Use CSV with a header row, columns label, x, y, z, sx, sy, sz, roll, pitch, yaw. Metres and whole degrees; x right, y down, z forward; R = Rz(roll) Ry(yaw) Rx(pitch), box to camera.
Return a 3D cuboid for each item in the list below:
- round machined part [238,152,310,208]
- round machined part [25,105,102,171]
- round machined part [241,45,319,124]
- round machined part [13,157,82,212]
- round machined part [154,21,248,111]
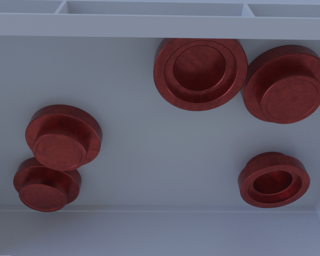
label,x,y,z,sx,sy,sz,roll,pitch,yaw
round machined part,0.165,0.074,0.462,0.099,0.042,0.097,0,130,0
round machined part,-0.129,0.020,0.414,0.099,0.042,0.097,0,130,0
round machined part,0.148,-0.043,0.362,0.099,0.042,0.097,0,130,0
round machined part,-0.174,0.092,0.475,0.099,0.042,0.097,0,130,0
round machined part,0.042,-0.069,0.339,0.099,0.042,0.097,0,130,0
